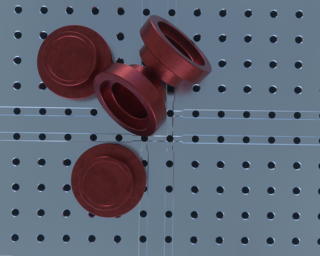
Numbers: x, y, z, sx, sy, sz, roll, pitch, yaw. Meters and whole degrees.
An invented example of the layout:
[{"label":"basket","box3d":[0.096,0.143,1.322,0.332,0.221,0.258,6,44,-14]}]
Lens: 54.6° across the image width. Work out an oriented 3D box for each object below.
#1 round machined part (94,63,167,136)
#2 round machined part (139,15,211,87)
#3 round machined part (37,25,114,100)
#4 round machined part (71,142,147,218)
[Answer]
[{"label":"round machined part","box3d":[-0.031,-0.039,0.384,0.098,0.098,0.042,42,61,0]},{"label":"round machined part","box3d":[0.014,-0.089,0.383,0.098,0.098,0.042,45,117,0]},{"label":"round machined part","box3d":[-0.112,-0.086,0.404,0.099,0.042,0.097,0,90,0]},{"label":"round machined part","box3d":[-0.067,0.069,0.405,0.099,0.042,0.097,0,90,0]}]
